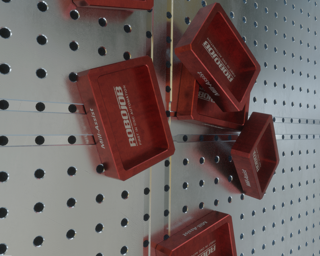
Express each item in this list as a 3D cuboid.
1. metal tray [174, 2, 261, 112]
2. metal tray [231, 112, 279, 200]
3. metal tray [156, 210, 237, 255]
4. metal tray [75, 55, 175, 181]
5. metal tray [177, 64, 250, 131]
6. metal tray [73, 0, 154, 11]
[{"bbox_3d":[0.086,-0.095,0.436,0.130,0.030,0.090,44,63,-31],"label":"metal tray"},{"bbox_3d":[0.163,0.048,0.517,0.090,0.030,0.130,-54,137,-26],"label":"metal tray"},{"bbox_3d":[0.059,0.189,0.454,0.131,0.030,0.090,-16,100,-39],"label":"metal tray"},{"bbox_3d":[-0.037,-0.014,0.373,0.091,0.030,0.129,-24,105,-37],"label":"metal tray"},{"bbox_3d":[0.087,-0.047,0.477,0.131,0.030,0.090,11,83,-39],"label":"metal tray"},{"bbox_3d":[-0.050,-0.200,0.340,0.091,0.030,0.129,-13,112,-37],"label":"metal tray"}]
